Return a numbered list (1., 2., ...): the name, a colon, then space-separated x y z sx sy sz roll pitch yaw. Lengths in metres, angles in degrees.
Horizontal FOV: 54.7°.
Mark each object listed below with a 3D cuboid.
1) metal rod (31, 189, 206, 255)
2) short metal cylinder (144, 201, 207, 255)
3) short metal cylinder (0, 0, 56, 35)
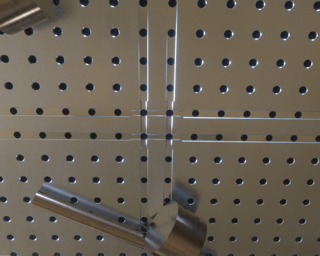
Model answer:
1. metal rod: -0.046 0.163 0.472 0.301 0.025 0.025 25 108 -9
2. short metal cylinder: 0.021 0.152 0.440 0.050 0.080 0.080 35 106 -12
3. short metal cylinder: -0.156 -0.147 0.328 0.050 0.080 0.080 -21 109 7
